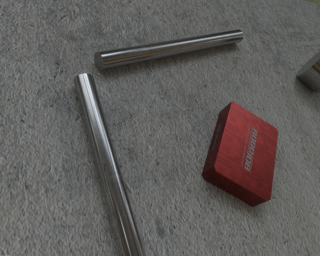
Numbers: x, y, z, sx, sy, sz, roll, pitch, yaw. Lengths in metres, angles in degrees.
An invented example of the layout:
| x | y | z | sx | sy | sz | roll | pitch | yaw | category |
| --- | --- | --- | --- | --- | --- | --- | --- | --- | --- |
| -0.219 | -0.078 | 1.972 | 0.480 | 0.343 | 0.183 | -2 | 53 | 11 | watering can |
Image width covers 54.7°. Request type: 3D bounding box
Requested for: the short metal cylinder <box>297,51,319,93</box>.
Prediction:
| x | y | z | sx | sy | sz | roll | pitch | yaw | category |
| --- | --- | --- | --- | --- | --- | --- | --- | --- | --- |
| 0.320 | -0.116 | 0.612 | 0.050 | 0.080 | 0.080 | 44 | 51 | 2 | short metal cylinder |

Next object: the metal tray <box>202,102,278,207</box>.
| x | y | z | sx | sy | sz | roll | pitch | yaw | category |
| --- | --- | --- | --- | --- | --- | --- | --- | --- | --- |
| 0.119 | 0.034 | 0.444 | 0.090 | 0.030 | 0.130 | 31 | 52 | -9 | metal tray |

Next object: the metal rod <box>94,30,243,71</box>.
| x | y | z | sx | sy | sz | roll | pitch | yaw | category |
| --- | --- | --- | --- | --- | --- | --- | --- | --- | --- |
| 0.033 | -0.132 | 0.501 | 0.302 | 0.025 | 0.025 | -21 | 73 | -36 | metal rod |

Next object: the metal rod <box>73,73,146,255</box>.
| x | y | z | sx | sy | sz | roll | pitch | yaw | category |
| --- | --- | --- | --- | --- | --- | --- | --- | --- | --- |
| -0.048 | 0.070 | 0.334 | 0.025 | 0.025 | 0.299 | -6 | 65 | -31 | metal rod |
